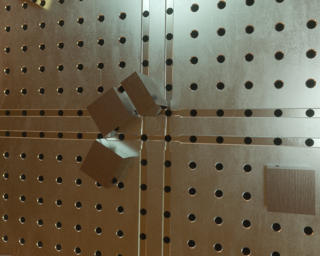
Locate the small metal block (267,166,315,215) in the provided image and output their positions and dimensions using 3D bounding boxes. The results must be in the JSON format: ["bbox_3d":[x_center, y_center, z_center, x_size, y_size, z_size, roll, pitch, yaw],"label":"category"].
[{"bbox_3d":[0.151,0.071,0.359,0.050,0.025,0.050,0,90,19],"label":"small metal block"}]

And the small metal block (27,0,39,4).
[{"bbox_3d":[-0.212,-0.230,0.485,0.050,0.025,0.050,25,98,18],"label":"small metal block"}]

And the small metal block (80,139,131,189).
[{"bbox_3d":[-0.077,0.050,0.439,0.050,0.025,0.050,32,100,17],"label":"small metal block"}]

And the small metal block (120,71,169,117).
[{"bbox_3d":[-0.019,-0.043,0.405,0.025,0.050,0.050,-34,79,17],"label":"small metal block"}]

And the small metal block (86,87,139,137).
[{"bbox_3d":[-0.067,-0.022,0.435,0.050,0.025,0.050,-35,79,16],"label":"small metal block"}]
